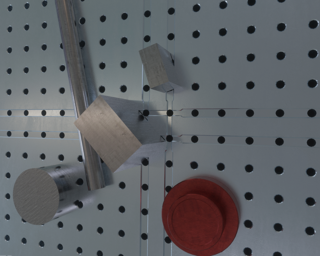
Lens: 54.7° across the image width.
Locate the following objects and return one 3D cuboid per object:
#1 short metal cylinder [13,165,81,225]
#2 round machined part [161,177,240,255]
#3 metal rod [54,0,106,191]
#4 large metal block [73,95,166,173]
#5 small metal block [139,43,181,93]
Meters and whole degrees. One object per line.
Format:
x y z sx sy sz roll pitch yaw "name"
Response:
-0.166 0.096 0.458 0.080 0.050 0.079 0 90 20 "short metal cylinder"
0.048 0.112 0.387 0.098 0.042 0.097 0 90 19 "round machined part"
-0.119 -0.059 0.454 0.025 0.025 0.298 -12 86 19 "metal rod"
-0.049 0.006 0.401 0.050 0.080 0.080 -45 76 15 "large metal block"
0.001 -0.076 0.399 0.025 0.050 0.050 -19 84 19 "small metal block"
